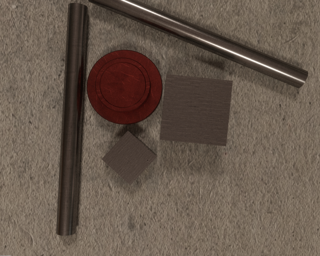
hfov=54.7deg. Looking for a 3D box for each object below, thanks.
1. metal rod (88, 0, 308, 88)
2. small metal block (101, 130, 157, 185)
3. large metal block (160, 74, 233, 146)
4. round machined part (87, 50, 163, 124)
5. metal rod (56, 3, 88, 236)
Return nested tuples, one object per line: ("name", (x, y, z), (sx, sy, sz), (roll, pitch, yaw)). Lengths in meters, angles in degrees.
("metal rod", (0.050, -0.121, 0.410), (0.301, 0.025, 0.025), (22, 90, -1))
("small metal block", (-0.040, 0.038, 0.410), (0.050, 0.025, 0.050), (43, 90, -1))
("large metal block", (0.044, -0.022, 0.398), (0.081, 0.050, 0.079), (6, 90, -1))
("round machined part", (-0.046, -0.053, 0.401), (0.099, 0.042, 0.097), (0, 90, -1))
("metal rod", (-0.116, -0.011, 0.408), (0.025, 0.025, 0.298), (3, 90, -1))
